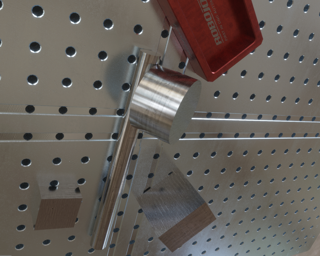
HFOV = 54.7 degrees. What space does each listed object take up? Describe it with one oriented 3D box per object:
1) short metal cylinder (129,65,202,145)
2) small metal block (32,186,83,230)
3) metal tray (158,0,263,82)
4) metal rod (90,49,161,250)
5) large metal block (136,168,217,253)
[{"bbox_3d":[0.008,-0.027,0.359,0.080,0.050,0.080,-55,161,-30],"label":"short metal cylinder"},{"bbox_3d":[-0.134,0.103,0.403,0.050,0.025,0.050,7,115,-32],"label":"small metal block"},{"bbox_3d":[0.062,-0.129,0.363,0.090,0.030,0.130,-38,130,-3],"label":"metal tray"},{"bbox_3d":[-0.052,0.045,0.411,0.025,0.025,0.298,3,117,-30],"label":"metal rod"},{"bbox_3d":[0.023,0.121,0.465,0.080,0.080,0.050,-36,129,-5],"label":"large metal block"}]
